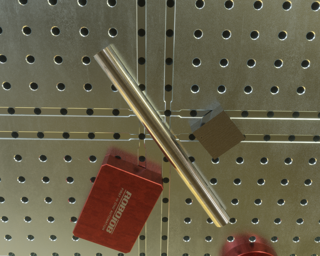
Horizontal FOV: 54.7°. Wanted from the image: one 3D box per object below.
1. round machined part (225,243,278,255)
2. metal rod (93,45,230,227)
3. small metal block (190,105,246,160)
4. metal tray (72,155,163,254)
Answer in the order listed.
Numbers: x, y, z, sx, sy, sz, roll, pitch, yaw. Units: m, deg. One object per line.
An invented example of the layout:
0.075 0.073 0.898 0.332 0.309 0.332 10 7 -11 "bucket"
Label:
0.149 0.236 0.494 0.099 0.042 0.097 0 110 -1 "round machined part"
0.011 0.023 0.421 0.025 0.025 0.299 -32 108 11 "metal rod"
0.077 0.006 0.417 0.050 0.025 0.050 -37 106 12 "small metal block"
-0.061 0.113 0.452 0.090 0.030 0.129 23 108 -9 "metal tray"
